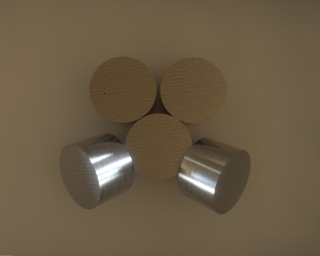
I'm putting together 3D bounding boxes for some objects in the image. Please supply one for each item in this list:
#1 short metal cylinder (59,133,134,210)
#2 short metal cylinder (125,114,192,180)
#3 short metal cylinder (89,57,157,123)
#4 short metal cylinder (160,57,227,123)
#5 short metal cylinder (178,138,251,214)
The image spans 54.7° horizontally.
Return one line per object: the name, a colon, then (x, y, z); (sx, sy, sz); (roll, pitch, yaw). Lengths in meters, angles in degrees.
short metal cylinder: (-0.077, 0.051, 0.376); (0.050, 0.080, 0.080); (-20, 91, -45)
short metal cylinder: (-0.002, 0.022, 0.396); (0.081, 0.050, 0.079); (0, 90, -1)
short metal cylinder: (-0.044, -0.046, 0.396); (0.081, 0.050, 0.079); (0, 90, -1)
short metal cylinder: (0.040, -0.046, 0.398); (0.081, 0.050, 0.079); (0, 90, -1)
short metal cylinder: (0.067, 0.057, 0.377); (0.050, 0.080, 0.080); (21, 90, 39)
